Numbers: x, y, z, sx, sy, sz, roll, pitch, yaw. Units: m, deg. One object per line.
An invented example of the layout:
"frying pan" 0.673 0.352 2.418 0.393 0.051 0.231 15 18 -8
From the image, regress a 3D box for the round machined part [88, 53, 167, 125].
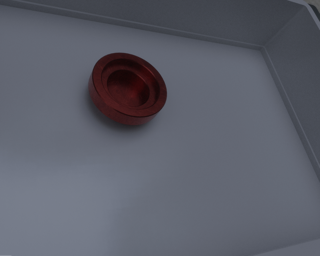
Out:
"round machined part" -0.044 -0.046 0.400 0.099 0.042 0.098 14 56 -21
